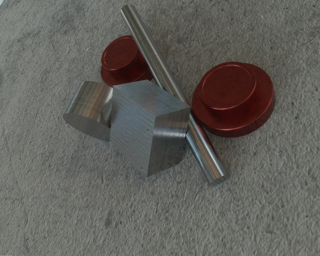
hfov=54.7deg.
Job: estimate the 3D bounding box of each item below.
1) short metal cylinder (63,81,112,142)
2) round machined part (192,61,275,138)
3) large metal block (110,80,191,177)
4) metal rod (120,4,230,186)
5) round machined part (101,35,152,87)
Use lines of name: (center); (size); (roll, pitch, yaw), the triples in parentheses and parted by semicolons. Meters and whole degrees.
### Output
short metal cylinder: (-0.084, -0.021, 0.426); (0.080, 0.080, 0.050); (7, 66, 31)
round machined part: (0.085, -0.041, 0.374); (0.098, 0.042, 0.098); (-13, 56, 20)
large metal block: (-0.015, -0.002, 0.370); (0.050, 0.079, 0.080); (-17, 40, -36)
metal rod: (0.008, -0.062, 0.407); (0.025, 0.025, 0.299); (-30, 61, 9)
round machined part: (-0.052, -0.106, 0.485); (0.098, 0.042, 0.098); (-13, 56, 21)
